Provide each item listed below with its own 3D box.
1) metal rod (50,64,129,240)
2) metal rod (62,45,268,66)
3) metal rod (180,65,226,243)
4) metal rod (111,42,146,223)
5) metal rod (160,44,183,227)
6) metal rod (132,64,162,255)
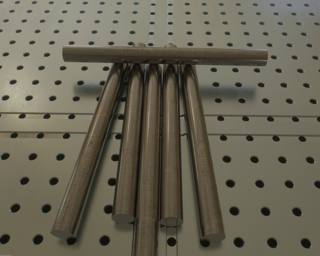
[{"bbox_3d":[-0.079,-0.005,0.410,0.025,0.025,0.300,6,50,5],"label":"metal rod"},{"bbox_3d":[0.007,-0.109,0.467,0.302,0.025,0.025,1,50,1],"label":"metal rod"},{"bbox_3d":[0.048,-0.003,0.411,0.025,0.025,0.300,-2,50,-1],"label":"metal rod"},{"bbox_3d":[-0.037,-0.019,0.424,0.025,0.025,0.300,1,50,1],"label":"metal rod"},{"bbox_3d":[0.015,-0.016,0.423,0.025,0.025,0.300,1,50,1],"label":"metal rod"},{"bbox_3d":[-0.012,0.024,0.388,0.025,0.025,0.300,1,50,1],"label":"metal rod"}]
